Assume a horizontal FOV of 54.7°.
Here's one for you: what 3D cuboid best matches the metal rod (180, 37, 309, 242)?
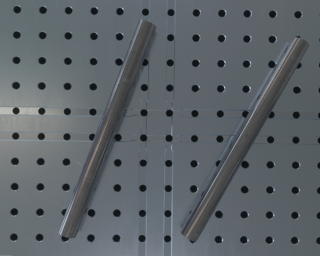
[{"bbox_3d":[0.113,0.015,0.414,0.025,0.025,0.299,30,90,0],"label":"metal rod"}]

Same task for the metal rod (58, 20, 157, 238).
[{"bbox_3d":[-0.070,0.001,0.412,0.025,0.025,0.299,21,90,0],"label":"metal rod"}]
